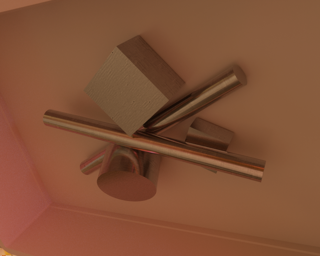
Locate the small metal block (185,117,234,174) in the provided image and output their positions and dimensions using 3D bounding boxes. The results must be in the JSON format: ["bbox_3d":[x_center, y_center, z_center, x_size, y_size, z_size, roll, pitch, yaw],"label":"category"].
[{"bbox_3d":[0.058,0.022,0.387,0.050,0.025,0.050,24,127,13],"label":"small metal block"}]

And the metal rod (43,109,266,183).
[{"bbox_3d":[-0.023,0.017,0.395,0.301,0.025,0.025,13,124,20],"label":"metal rod"}]

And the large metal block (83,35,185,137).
[{"bbox_3d":[-0.031,-0.050,0.374,0.080,0.050,0.080,46,129,-4],"label":"large metal block"}]

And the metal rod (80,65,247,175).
[{"bbox_3d":[-0.018,0.005,0.417,0.299,0.025,0.025,-31,102,37],"label":"metal rod"}]

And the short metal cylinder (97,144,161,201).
[{"bbox_3d":[-0.042,0.060,0.430,0.080,0.050,0.080,5,140,5],"label":"short metal cylinder"}]
